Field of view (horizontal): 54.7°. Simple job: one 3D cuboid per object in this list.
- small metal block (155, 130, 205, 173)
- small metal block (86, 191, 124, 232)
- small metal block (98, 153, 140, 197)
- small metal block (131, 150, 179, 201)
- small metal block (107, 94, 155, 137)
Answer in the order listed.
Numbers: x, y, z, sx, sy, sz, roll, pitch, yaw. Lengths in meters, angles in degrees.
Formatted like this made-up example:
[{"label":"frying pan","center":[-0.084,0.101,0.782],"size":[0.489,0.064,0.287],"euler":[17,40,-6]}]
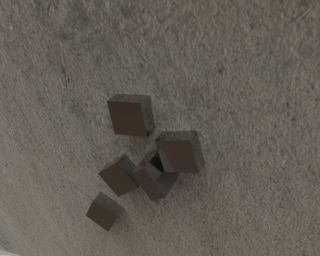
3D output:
[{"label":"small metal block","center":[0.027,0.032,0.411],"size":[0.050,0.025,0.050],"euler":[-3,117,29]},{"label":"small metal block","center":[-0.098,0.148,0.548],"size":[0.050,0.025,0.050],"euler":[34,129,5]},{"label":"small metal block","center":[-0.060,0.074,0.482],"size":[0.050,0.025,0.050],"euler":[-32,101,38]},{"label":"small metal block","center":[-0.005,0.064,0.432],"size":[0.025,0.050,0.050],"euler":[-25,105,36]},{"label":"small metal block","center":[-0.038,-0.017,0.415],"size":[0.050,0.025,0.050],"euler":[5,121,25]}]
